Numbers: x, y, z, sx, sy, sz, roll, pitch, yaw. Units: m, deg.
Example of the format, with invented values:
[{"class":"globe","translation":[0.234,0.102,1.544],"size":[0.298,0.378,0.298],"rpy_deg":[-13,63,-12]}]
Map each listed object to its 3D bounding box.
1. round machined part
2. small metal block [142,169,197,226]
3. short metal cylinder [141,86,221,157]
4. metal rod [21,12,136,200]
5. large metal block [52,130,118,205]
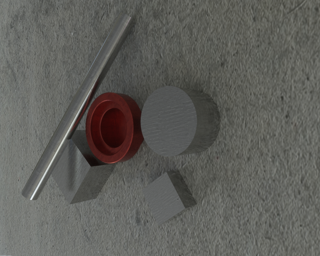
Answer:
[{"class":"round machined part","translation":[-0.059,0.000,0.440],"size":[0.098,0.042,0.097],"rpy_deg":[0,90,39]},{"class":"small metal block","translation":[0.011,0.088,0.394],"size":[0.050,0.025,0.050],"rpy_deg":[-42,65,31]},{"class":"short metal cylinder","translation":[0.024,-0.008,0.368],"size":[0.080,0.050,0.079],"rpy_deg":[0,90,39]},{"class":"metal rod","translation":[-0.120,-0.029,0.451],"size":[0.025,0.025,0.299],"rpy_deg":[32,94,35]},{"class":"large metal block","translation":[-0.124,0.059,0.488],"size":[0.080,0.050,0.080],"rpy_deg":[47,118,29]}]
